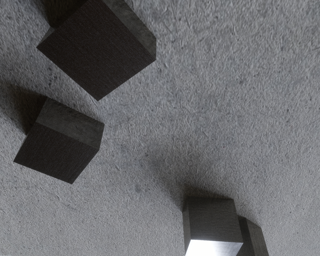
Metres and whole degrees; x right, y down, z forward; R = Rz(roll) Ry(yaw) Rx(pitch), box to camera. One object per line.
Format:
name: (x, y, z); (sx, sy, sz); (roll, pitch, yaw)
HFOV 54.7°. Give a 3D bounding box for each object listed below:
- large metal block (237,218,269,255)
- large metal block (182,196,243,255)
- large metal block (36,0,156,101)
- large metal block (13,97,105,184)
large metal block: (0.146, 0.224, 0.563); (0.050, 0.080, 0.080); (37, 121, -27)
large metal block: (0.083, 0.163, 0.510); (0.081, 0.080, 0.050); (5, 130, -5)
large metal block: (-0.060, -0.087, 0.316); (0.080, 0.050, 0.080); (-31, 124, 23)
large metal block: (-0.130, 0.019, 0.405); (0.080, 0.050, 0.080); (28, 125, -22)
